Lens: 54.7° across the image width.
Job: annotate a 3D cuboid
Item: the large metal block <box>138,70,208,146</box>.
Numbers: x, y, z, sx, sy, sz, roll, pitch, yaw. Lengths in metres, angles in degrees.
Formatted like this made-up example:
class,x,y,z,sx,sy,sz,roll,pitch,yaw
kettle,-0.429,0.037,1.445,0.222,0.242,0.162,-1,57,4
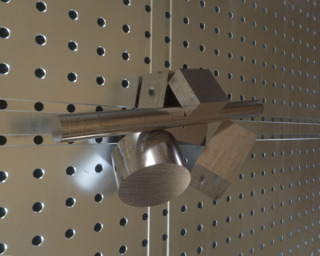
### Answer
class,x,y,z,sx,sy,sz,roll,pitch,yaw
large metal block,0.019,-0.022,0.404,0.081,0.050,0.080,14,81,-39

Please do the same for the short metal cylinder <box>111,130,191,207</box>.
class,x,y,z,sx,sy,sz,roll,pitch,yaw
short metal cylinder,-0.011,0.046,0.352,0.080,0.080,0.050,25,32,-38

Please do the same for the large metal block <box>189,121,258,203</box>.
class,x,y,z,sx,sy,sz,roll,pitch,yaw
large metal block,0.085,0.046,0.432,0.080,0.050,0.080,-52,165,-27

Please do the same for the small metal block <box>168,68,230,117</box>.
class,x,y,z,sx,sy,sz,roll,pitch,yaw
small metal block,0.045,-0.042,0.362,0.050,0.025,0.050,-8,60,-40

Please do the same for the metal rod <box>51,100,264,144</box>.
class,x,y,z,sx,sy,sz,roll,pitch,yaw
metal rod,0.027,-0.014,0.362,0.302,0.025,0.025,-7,95,-39
